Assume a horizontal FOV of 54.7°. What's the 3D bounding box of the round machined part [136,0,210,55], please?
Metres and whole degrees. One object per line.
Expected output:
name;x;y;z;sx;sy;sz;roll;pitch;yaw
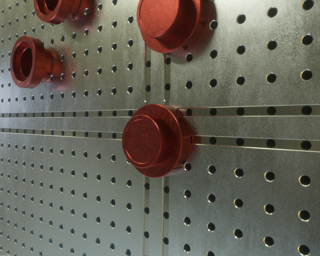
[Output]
round machined part;0.009;-0.144;0.389;0.098;0.042;0.097;0;90;39

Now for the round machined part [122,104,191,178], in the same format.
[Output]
round machined part;-0.012;0.017;0.406;0.098;0.042;0.097;0;90;39

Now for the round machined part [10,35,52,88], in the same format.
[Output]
round machined part;-0.245;-0.125;0.597;0.098;0.042;0.097;0;90;39

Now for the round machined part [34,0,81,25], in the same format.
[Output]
round machined part;-0.175;-0.229;0.540;0.098;0.042;0.097;0;90;39
